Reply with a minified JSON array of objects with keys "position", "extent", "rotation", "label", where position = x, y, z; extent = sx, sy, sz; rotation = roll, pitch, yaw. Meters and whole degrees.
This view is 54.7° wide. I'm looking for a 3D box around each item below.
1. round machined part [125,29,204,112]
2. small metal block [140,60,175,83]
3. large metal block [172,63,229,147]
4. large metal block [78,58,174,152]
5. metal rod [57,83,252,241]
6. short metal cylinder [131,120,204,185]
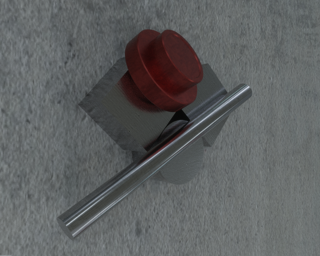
[{"position":[0.012,-0.070,0.349],"extent":[0.098,0.042,0.098],"rotation":[32,42,-34],"label":"round machined part"},{"position":[0.002,-0.069,0.408],"extent":[0.050,0.025,0.050],"rotation":[50,60,-29],"label":"small metal block"},{"position":[0.051,-0.031,0.435],"extent":[0.080,0.050,0.080],"rotation":[49,61,-29],"label":"large metal block"},{"position":[-0.032,-0.029,0.363],"extent":[0.080,0.050,0.080],"rotation":[50,60,-29],"label":"large metal block"},{"position":[0.019,0.018,0.358],"extent":[0.302,0.025,0.025],"rotation":[-35,112,-35],"label":"metal rod"},{"position":[0.011,0.030,0.400],"extent":[0.081,0.050,0.079],"rotation":[0,90,-40],"label":"short metal cylinder"}]
